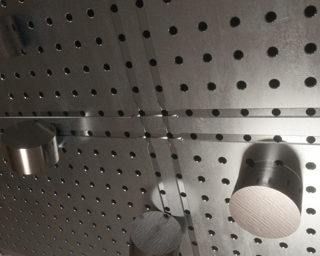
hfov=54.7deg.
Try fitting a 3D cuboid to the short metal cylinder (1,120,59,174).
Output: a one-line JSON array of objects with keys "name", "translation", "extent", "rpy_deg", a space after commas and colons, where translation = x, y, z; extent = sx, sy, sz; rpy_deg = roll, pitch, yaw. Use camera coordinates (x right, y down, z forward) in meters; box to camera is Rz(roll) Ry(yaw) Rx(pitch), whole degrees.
[{"name": "short metal cylinder", "translation": [-0.207, 0.029, 0.500], "extent": [0.080, 0.080, 0.050], "rpy_deg": [17, 125, 18]}]

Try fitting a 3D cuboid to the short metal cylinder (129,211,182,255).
[{"name": "short metal cylinder", "translation": [-0.008, 0.180, 0.489], "extent": [0.080, 0.080, 0.050], "rpy_deg": [18, 125, 17]}]

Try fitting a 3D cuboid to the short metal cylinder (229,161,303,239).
[{"name": "short metal cylinder", "translation": [0.131, 0.087, 0.380], "extent": [0.080, 0.050, 0.079], "rpy_deg": [13, 124, 20]}]

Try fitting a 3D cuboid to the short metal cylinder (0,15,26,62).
[{"name": "short metal cylinder", "translation": [-0.232, -0.120, 0.421], "extent": [0.080, 0.080, 0.050], "rpy_deg": [3, 120, 26]}]
